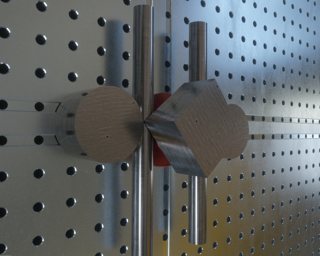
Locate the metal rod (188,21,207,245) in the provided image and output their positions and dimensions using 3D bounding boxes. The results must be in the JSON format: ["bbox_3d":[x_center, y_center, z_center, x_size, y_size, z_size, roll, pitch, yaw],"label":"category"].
[{"bbox_3d":[0.052,0.007,0.425,0.025,0.025,0.298,0,90,-40],"label":"metal rod"}]

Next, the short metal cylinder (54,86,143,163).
[{"bbox_3d":[-0.066,-0.004,0.337,0.081,0.050,0.080,0,90,-40],"label":"short metal cylinder"}]

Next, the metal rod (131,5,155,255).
[{"bbox_3d":[-0.020,0.008,0.365,0.025,0.025,0.298,1,90,-40],"label":"metal rod"}]

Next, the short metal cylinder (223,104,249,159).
[{"bbox_3d":[0.089,0.005,0.467,0.081,0.050,0.080,0,90,-40],"label":"short metal cylinder"}]

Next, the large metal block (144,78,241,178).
[{"bbox_3d":[0.041,-0.001,0.366,0.080,0.050,0.080,-46,118,-30],"label":"large metal block"}]

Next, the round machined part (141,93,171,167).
[{"bbox_3d":[0.007,0.003,0.405,0.099,0.042,0.097,0,90,-40],"label":"round machined part"}]
